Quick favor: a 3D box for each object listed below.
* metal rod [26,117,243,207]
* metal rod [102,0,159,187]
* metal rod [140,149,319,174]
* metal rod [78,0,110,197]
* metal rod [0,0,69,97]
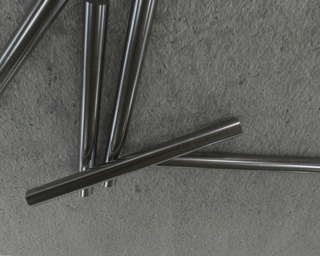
[{"bbox_3d":[-0.037,0.048,0.418,0.301,0.025,0.025,-20,128,4],"label":"metal rod"},{"bbox_3d":[-0.044,-0.029,0.381,0.025,0.025,0.298,10,130,-9],"label":"metal rod"},{"bbox_3d":[0.122,0.050,0.450,0.302,0.025,0.025,3,130,-3],"label":"metal rod"},{"bbox_3d":[-0.090,-0.013,0.395,0.025,0.025,0.298,8,130,-7],"label":"metal rod"},{"bbox_3d":[-0.158,-0.080,0.337,0.025,0.025,0.299,35,122,-26],"label":"metal rod"}]
